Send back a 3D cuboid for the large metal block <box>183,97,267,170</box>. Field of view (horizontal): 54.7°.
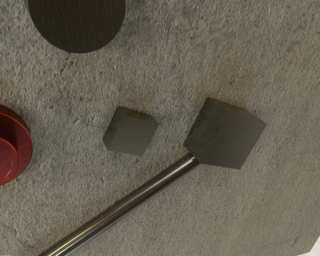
[{"bbox_3d":[0.094,0.010,0.450,0.081,0.050,0.079,13,112,-34],"label":"large metal block"}]

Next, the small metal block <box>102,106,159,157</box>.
[{"bbox_3d":[-0.037,0.005,0.391,0.050,0.025,0.050,15,111,-35],"label":"small metal block"}]

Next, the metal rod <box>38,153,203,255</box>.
[{"bbox_3d":[-0.066,0.125,0.449,0.301,0.025,0.025,-33,129,-7],"label":"metal rod"}]

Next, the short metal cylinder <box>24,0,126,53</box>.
[{"bbox_3d":[-0.078,-0.114,0.279,0.081,0.050,0.079,-14,125,-21],"label":"short metal cylinder"}]

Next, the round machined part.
[{"bbox_3d":[-0.182,0.025,0.313,0.099,0.042,0.097,-14,125,-21],"label":"round machined part"}]
